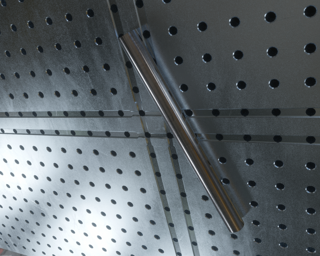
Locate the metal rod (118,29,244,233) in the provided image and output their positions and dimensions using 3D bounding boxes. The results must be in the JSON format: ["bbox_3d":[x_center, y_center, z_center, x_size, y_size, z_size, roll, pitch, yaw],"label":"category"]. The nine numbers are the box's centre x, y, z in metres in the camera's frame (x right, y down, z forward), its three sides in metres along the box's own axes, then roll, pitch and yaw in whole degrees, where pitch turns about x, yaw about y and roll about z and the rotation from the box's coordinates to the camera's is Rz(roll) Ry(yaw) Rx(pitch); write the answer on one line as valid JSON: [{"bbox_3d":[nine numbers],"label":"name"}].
[{"bbox_3d":[0.035,0.015,0.400,0.025,0.025,0.299,-20,108,35],"label":"metal rod"}]
